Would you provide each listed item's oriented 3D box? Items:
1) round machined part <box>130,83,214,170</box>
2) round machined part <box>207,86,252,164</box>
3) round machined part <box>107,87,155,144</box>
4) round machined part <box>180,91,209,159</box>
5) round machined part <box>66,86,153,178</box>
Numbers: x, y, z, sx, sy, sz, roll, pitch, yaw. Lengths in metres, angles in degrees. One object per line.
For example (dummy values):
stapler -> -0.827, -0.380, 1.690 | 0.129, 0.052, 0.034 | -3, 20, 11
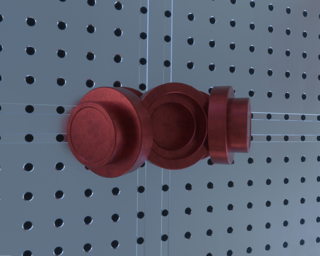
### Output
round machined part -> 0.011, -0.002, 0.363 | 0.099, 0.042, 0.097 | 0, 90, -21
round machined part -> 0.089, -0.004, 0.384 | 0.042, 0.098, 0.097 | 0, 90, 20
round machined part -> -0.045, -0.003, 0.387 | 0.099, 0.042, 0.097 | 0, 90, -21
round machined part -> 0.047, -0.003, 0.422 | 0.099, 0.042, 0.097 | 0, 90, -21
round machined part -> -0.060, 0.005, 0.328 | 0.042, 0.098, 0.097 | -9, 94, -58
